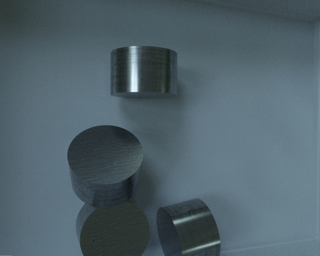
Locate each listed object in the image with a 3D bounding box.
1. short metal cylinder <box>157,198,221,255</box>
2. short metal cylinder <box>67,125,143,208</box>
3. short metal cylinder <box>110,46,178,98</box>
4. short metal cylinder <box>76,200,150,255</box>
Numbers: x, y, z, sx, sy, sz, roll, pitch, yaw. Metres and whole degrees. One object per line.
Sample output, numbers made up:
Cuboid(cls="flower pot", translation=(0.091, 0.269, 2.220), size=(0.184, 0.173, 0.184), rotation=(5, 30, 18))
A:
Cuboid(cls="short metal cylinder", translation=(0.034, 0.135, 0.395), size=(0.050, 0.080, 0.079), rotation=(-9, 94, -20))
Cuboid(cls="short metal cylinder", translation=(-0.062, 0.043, 0.353), size=(0.081, 0.050, 0.080), rotation=(5, 48, -5))
Cuboid(cls="short metal cylinder", translation=(-0.019, -0.064, 0.375), size=(0.081, 0.080, 0.050), rotation=(0, 90, -20))
Cuboid(cls="short metal cylinder", translation=(-0.059, 0.123, 0.377), size=(0.081, 0.050, 0.079), rotation=(0, 90, -20))
